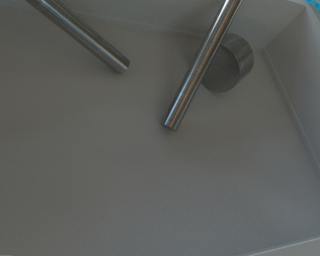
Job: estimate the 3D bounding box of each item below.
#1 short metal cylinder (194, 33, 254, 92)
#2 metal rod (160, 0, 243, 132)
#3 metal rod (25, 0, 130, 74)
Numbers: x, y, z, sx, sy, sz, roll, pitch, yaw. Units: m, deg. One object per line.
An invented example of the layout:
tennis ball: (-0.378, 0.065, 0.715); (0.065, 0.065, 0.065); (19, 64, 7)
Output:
short metal cylinder: (0.100, -0.103, 0.489); (0.080, 0.080, 0.050); (47, 51, 4)
metal rod: (0.079, -0.132, 0.440); (0.025, 0.025, 0.299); (29, 81, -11)
metal rod: (-0.148, -0.156, 0.343); (0.301, 0.025, 0.025); (36, 46, -37)
